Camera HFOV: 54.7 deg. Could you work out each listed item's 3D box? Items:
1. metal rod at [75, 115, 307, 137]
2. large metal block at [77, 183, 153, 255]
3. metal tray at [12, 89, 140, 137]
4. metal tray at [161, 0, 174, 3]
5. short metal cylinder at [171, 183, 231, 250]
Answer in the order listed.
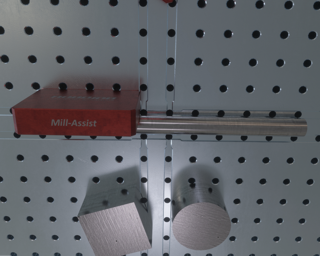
[{"bbox_3d":[0.040,-0.003,0.412,0.302,0.025,0.025,1,110,-1],"label":"metal rod"},{"bbox_3d":[-0.062,0.136,0.449,0.080,0.050,0.080,-16,110,5],"label":"large metal block"},{"bbox_3d":[-0.091,-0.021,0.370,0.131,0.090,0.030,1,110,-1],"label":"metal tray"},{"bbox_3d":[0.011,-0.215,0.332,0.090,0.030,0.129,33,107,-12],"label":"metal tray"},{"bbox_3d":[0.057,0.127,0.447,0.081,0.050,0.079,0,110,0],"label":"short metal cylinder"}]
